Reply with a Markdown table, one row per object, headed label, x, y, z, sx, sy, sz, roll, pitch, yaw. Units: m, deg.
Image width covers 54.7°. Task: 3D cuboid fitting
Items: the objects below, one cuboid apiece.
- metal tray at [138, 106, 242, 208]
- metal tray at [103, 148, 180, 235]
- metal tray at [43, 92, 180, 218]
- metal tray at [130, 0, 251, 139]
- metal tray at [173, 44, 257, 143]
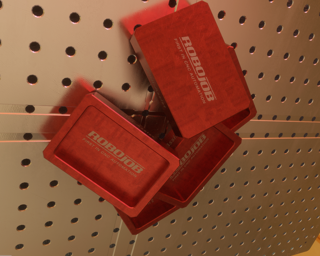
| label | x | y | z | sx | sy | sz | roll | pitch | yaw |
| --- | --- | --- | --- | --- | --- | --- | --- | --- | --- |
| metal tray | 0.039 | 0.041 | 0.418 | 0.090 | 0.030 | 0.130 | 33 | 100 | -39 |
| metal tray | -0.026 | 0.090 | 0.451 | 0.090 | 0.030 | 0.129 | -29 | 129 | -10 |
| metal tray | -0.054 | 0.031 | 0.359 | 0.130 | 0.030 | 0.090 | 37 | 98 | -9 |
| metal tray | 0.035 | -0.064 | 0.350 | 0.091 | 0.030 | 0.129 | -27 | 98 | -12 |
| metal tray | 0.075 | -0.041 | 0.425 | 0.090 | 0.030 | 0.130 | -37 | 130 | -4 |
